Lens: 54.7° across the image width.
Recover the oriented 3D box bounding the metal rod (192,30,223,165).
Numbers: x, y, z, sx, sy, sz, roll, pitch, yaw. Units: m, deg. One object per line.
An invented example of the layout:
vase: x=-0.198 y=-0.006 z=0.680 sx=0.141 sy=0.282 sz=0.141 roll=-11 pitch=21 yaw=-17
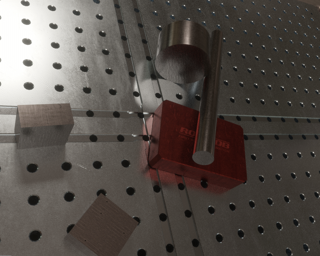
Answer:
metal rod: x=0.077 y=-0.067 z=0.464 sx=0.025 sy=0.025 sz=0.300 roll=27 pitch=43 yaw=-12

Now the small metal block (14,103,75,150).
small metal block: x=-0.123 y=-0.002 z=0.327 sx=0.050 sy=0.050 sz=0.025 roll=-5 pitch=65 yaw=-31

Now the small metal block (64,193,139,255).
small metal block: x=-0.059 y=0.104 z=0.314 sx=0.050 sy=0.025 sz=0.050 roll=39 pitch=51 yaw=-2

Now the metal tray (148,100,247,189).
metal tray: x=0.054 y=0.023 z=0.422 sx=0.131 sy=0.030 sz=0.090 roll=18 pitch=55 yaw=-18

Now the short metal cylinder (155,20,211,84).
short metal cylinder: x=0.035 y=-0.111 z=0.462 sx=0.081 sy=0.080 sz=0.050 roll=18 pitch=55 yaw=-18
